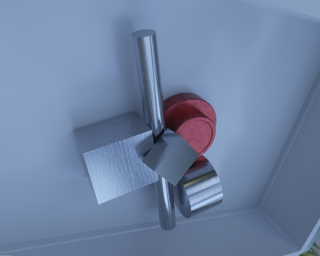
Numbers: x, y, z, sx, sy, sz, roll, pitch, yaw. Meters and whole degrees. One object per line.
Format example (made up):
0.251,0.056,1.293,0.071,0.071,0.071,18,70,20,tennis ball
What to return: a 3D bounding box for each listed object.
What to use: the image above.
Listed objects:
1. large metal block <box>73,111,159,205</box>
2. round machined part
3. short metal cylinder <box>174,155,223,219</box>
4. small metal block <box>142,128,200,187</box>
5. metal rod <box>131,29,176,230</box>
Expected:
-0.052,0.035,0.382,0.081,0.050,0.079,-19,126,-18,large metal block
0.036,0.005,0.419,0.099,0.042,0.097,-14,125,-21,round machined part
0.047,0.084,0.451,0.050,0.080,0.079,-19,126,-18,short metal cylinder
0.014,0.036,0.376,0.050,0.025,0.050,-52,137,-6,small metal block
-0.002,0.026,0.396,0.025,0.025,0.298,-19,126,-18,metal rod
